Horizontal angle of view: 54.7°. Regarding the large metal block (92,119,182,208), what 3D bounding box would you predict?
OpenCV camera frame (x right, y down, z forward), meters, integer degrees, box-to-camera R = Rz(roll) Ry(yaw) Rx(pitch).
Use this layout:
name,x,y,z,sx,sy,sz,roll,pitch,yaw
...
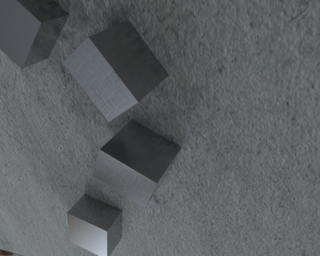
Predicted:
name,x,y,z,sx,sy,sz,roll,pitch,yaw
large metal block,-0.029,0.044,0.412,0.080,0.080,0.050,30,128,9

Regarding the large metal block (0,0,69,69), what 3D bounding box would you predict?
name,x,y,z,sx,sy,sz,roll,pitch,yaw
large metal block,-0.177,-0.138,0.396,0.080,0.050,0.080,43,129,-2

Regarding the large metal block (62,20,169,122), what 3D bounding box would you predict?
name,x,y,z,sx,sy,sz,roll,pitch,yaw
large metal block,-0.047,-0.067,0.353,0.050,0.080,0.080,-29,102,37

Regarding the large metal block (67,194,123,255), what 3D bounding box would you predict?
name,x,y,z,sx,sy,sz,roll,pitch,yaw
large metal block,-0.116,0.178,0.560,0.080,0.050,0.079,18,126,17
